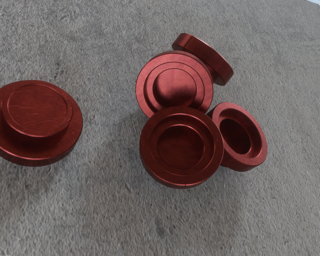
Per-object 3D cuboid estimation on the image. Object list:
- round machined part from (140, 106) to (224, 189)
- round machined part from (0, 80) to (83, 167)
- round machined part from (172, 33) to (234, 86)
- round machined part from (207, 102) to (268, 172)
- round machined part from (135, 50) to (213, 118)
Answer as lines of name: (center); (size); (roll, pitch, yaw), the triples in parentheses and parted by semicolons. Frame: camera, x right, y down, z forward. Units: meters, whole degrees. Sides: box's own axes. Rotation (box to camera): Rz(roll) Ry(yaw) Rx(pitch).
round machined part: (0.024, 0.026, 0.377); (0.099, 0.042, 0.098); (2, 67, -5)
round machined part: (-0.131, -0.012, 0.329); (0.099, 0.042, 0.098); (14, 56, -21)
round machined part: (0.055, -0.091, 0.455); (0.098, 0.098, 0.042); (37, 92, -3)
round machined part: (0.098, 0.016, 0.431); (0.099, 0.042, 0.098); (18, 52, -25)
round machined part: (0.020, -0.053, 0.408); (0.098, 0.098, 0.042); (34, 23, -7)
